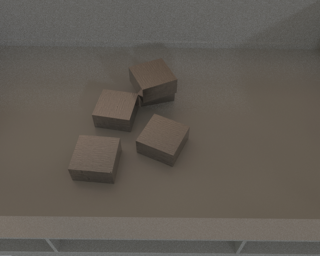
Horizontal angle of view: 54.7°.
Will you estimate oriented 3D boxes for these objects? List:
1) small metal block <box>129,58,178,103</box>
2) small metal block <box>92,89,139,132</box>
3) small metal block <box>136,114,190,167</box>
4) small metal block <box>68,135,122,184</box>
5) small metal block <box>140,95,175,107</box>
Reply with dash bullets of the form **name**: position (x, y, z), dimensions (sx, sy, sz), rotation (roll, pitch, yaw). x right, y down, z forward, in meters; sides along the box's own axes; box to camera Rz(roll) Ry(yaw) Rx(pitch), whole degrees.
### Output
- **small metal block**: position (-0.010, -0.066, 0.428), dimensions (0.050, 0.025, 0.050), rotation (-19, 53, -16)
- **small metal block**: position (-0.059, -0.024, 0.425), dimensions (0.050, 0.025, 0.050), rotation (8, 50, 6)
- **small metal block**: position (0.004, 0.015, 0.393), dimensions (0.050, 0.025, 0.050), rotation (21, 53, 16)
- **small metal block**: position (-0.076, 0.037, 0.373), dimensions (0.050, 0.025, 0.050), rotation (5, 50, 3)
- **small metal block**: position (-0.009, -0.062, 0.457), dimensions (0.050, 0.025, 0.050), rotation (-11, 51, -10)
